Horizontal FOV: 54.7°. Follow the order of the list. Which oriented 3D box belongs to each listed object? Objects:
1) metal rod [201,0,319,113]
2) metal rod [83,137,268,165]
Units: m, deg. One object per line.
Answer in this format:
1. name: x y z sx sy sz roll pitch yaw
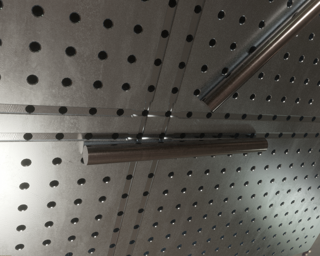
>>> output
1. metal rod: 0.175 -0.132 0.427 0.300 0.025 0.025 -43 130 1
2. metal rod: 0.041 0.031 0.454 0.303 0.025 0.025 -1 119 -28
